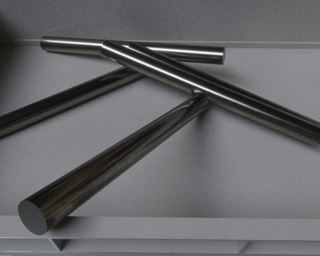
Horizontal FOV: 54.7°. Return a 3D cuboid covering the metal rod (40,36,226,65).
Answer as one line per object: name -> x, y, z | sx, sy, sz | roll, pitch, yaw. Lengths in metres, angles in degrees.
metal rod -> -0.052, -0.122, 0.479 | 0.301, 0.025, 0.025 | 8, 50, 17

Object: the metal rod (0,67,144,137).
metal rod -> -0.120, -0.047, 0.443 | 0.302, 0.025, 0.025 | -27, 55, -21

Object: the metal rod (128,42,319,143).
metal rod -> 0.090, -0.049, 0.422 | 0.301, 0.025, 0.025 | 26, 54, 11

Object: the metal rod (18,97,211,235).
metal rod -> -0.009, 0.008, 0.317 | 0.025, 0.025, 0.302 | 25, 29, 19

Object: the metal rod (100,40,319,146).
metal rod -> 0.058, -0.051, 0.404 | 0.301, 0.025, 0.025 | 24, 54, 11
